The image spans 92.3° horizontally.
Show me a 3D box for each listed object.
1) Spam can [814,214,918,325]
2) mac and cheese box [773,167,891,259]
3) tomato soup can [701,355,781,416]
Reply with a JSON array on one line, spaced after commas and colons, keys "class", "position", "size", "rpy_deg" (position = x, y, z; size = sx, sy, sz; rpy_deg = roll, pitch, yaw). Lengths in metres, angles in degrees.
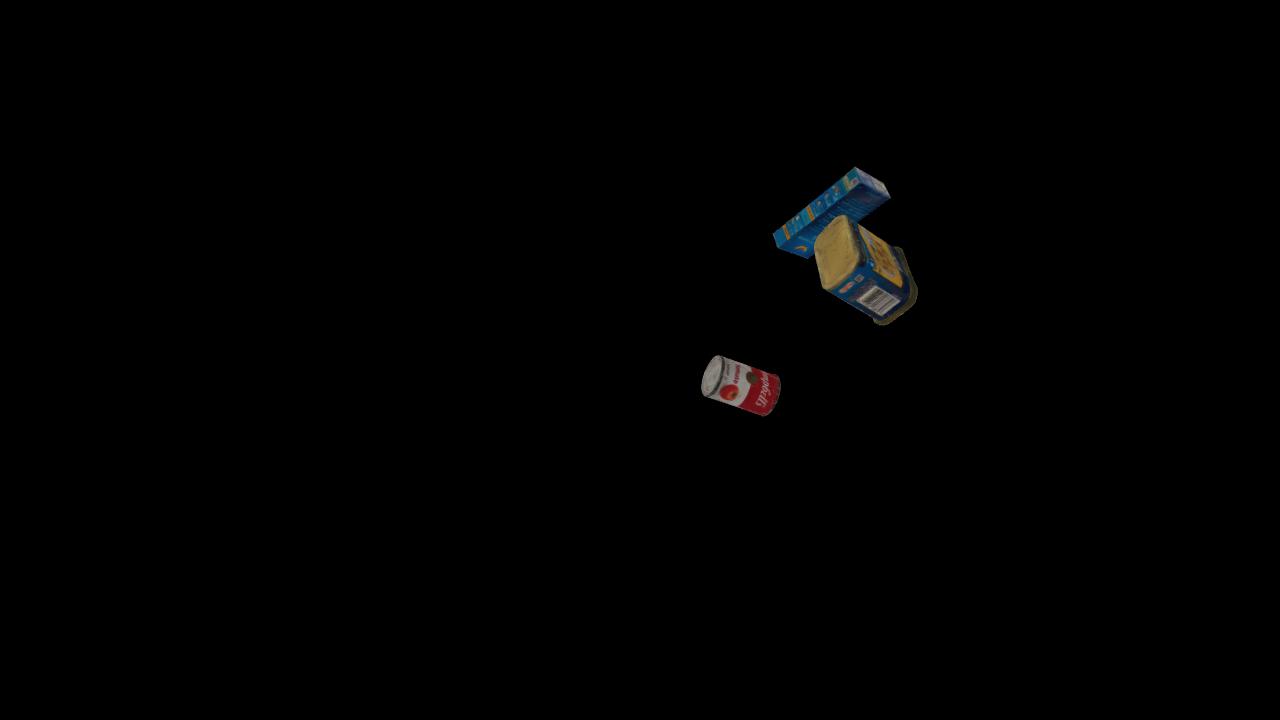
[{"class": "Spam can", "position": [0.241, -0.099, 0.667], "size": [0.085, 0.101, 0.058], "rpy_deg": [26, -48, -21]}, {"class": "mac and cheese box", "position": [0.332, -0.251, 1.076], "size": [0.093, 0.041, 0.184], "rpy_deg": [7, -31, -39]}, {"class": "tomato soup can", "position": [0.152, 0.039, 0.933], "size": [0.101, 0.068, 0.068], "rpy_deg": [19, -5, -13]}]
